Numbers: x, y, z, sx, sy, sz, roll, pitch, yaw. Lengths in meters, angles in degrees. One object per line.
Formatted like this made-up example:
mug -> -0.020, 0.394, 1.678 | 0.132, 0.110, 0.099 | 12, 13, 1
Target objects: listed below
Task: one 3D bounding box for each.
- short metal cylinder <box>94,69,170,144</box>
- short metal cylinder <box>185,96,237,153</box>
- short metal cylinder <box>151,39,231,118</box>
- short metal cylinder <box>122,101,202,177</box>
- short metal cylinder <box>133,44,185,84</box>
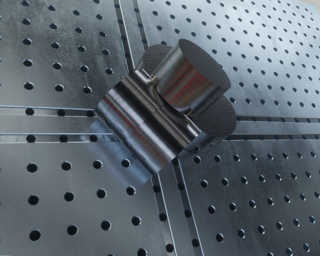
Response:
short metal cylinder -> -0.031, -0.025, 0.373 | 0.050, 0.080, 0.080 | 47, 51, 4
short metal cylinder -> 0.058, -0.012, 0.431 | 0.081, 0.050, 0.080 | 14, 56, -21
short metal cylinder -> 0.037, -0.059, 0.367 | 0.080, 0.050, 0.080 | 31, 32, -22
short metal cylinder -> 0.003, 0.013, 0.368 | 0.050, 0.080, 0.080 | 47, 51, 4
short metal cylinder -> 0.004, -0.071, 0.437 | 0.081, 0.050, 0.080 | 14, 56, -21
